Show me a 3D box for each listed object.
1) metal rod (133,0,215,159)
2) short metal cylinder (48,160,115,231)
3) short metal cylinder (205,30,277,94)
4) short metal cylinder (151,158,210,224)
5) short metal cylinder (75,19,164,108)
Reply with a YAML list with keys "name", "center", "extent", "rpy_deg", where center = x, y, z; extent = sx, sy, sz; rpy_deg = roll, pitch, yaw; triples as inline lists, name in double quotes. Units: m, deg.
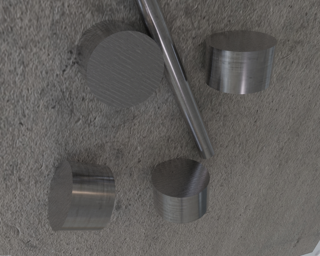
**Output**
- name: "metal rod"
  center: [0.018, -0.067, 0.375]
  extent: [0.025, 0.025, 0.299]
  rpy_deg: [-33, 129, -7]
- name: "short metal cylinder"
  center: [-0.095, 0.081, 0.369]
  extent: [0.050, 0.080, 0.079]
  rpy_deg: [13, 112, -34]
- name: "short metal cylinder"
  center: [0.095, -0.081, 0.373]
  extent: [0.081, 0.080, 0.050]
  rpy_deg: [-16, 125, -19]
- name: "short metal cylinder"
  center: [0.030, 0.088, 0.442]
  extent: [0.081, 0.080, 0.050]
  rpy_deg: [-17, 125, -19]
- name: "short metal cylinder"
  center: [-0.043, -0.068, 0.325]
  extent: [0.081, 0.050, 0.079]
  rpy_deg: [-14, 124, -21]
